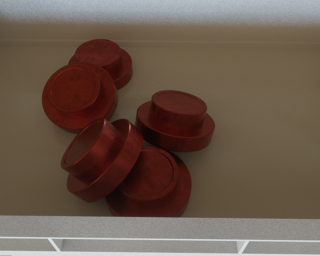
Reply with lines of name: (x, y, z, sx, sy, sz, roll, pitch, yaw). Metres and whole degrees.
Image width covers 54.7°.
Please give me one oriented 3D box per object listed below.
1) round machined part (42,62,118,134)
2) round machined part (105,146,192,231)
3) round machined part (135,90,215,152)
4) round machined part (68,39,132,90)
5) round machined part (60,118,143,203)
round machined part: (-0.108, -0.044, 0.408, 0.099, 0.042, 0.098, -1, 73, 3)
round machined part: (-0.014, 0.059, 0.344, 0.099, 0.042, 0.098, 0, 50, 0)
round machined part: (0.020, -0.015, 0.384, 0.099, 0.042, 0.098, 9, 29, -5)
round machined part: (-0.093, -0.101, 0.478, 0.099, 0.042, 0.098, 0, 50, 0)
round machined part: (-0.068, 0.027, 0.335, 0.098, 0.042, 0.098, -35, 28, 22)
